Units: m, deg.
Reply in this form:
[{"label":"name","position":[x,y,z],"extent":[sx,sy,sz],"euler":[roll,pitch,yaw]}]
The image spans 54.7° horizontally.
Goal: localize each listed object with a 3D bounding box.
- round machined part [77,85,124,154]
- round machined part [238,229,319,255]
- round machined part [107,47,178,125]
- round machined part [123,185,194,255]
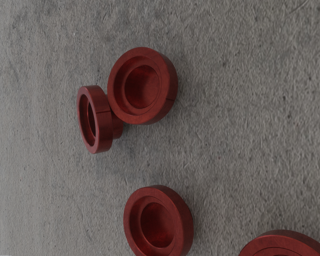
[{"label":"round machined part","position":[-0.086,-0.014,0.450],"extent":[0.098,0.042,0.097],"euler":[29,124,55]},{"label":"round machined part","position":[0.124,0.145,0.291],"extent":[0.098,0.042,0.097],"euler":[0,90,40]},{"label":"round machined part","position":[-0.018,-0.052,0.404],"extent":[0.098,0.042,0.097],"euler":[-2,86,33]},{"label":"round machined part","position":[0.002,0.121,0.392],"extent":[0.098,0.042,0.097],"euler":[0,90,40]}]
